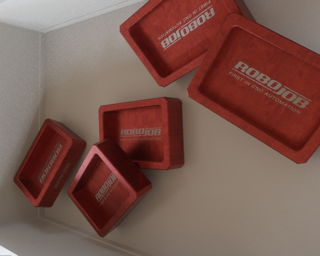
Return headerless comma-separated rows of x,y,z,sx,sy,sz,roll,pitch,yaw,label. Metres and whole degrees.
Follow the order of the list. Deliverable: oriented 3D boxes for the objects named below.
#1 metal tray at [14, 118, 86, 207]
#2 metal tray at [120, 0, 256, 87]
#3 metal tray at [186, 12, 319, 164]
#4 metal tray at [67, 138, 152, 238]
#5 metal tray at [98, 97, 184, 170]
-0.193,0.059,0.536,0.090,0.030,0.130,31,93,35,metal tray
0.028,-0.114,0.350,0.130,0.030,0.090,-27,106,36,metal tray
0.102,-0.039,0.293,0.130,0.030,0.089,34,112,15,metal tray
-0.076,0.086,0.435,0.090,0.030,0.129,48,130,13,metal tray
-0.030,0.009,0.425,0.130,0.030,0.089,-4,88,39,metal tray
